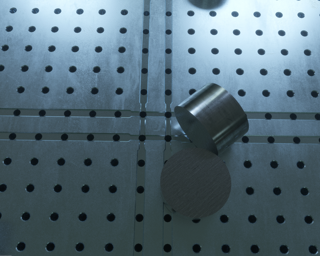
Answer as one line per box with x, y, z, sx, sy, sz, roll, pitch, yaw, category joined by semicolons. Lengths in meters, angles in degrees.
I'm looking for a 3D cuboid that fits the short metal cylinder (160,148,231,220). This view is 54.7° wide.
0.040;0.069;0.374;0.081;0.050;0.080;0;70;0;short metal cylinder

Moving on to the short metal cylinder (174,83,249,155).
0.063;-0.009;0.387;0.050;0.080;0.080;-37;75;-13;short metal cylinder
